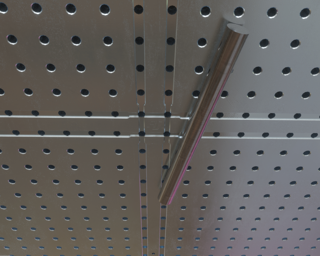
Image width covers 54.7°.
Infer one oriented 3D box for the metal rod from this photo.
[{"bbox_3d":[0.045,0.006,0.417,0.025,0.025,0.298,11,129,-10],"label":"metal rod"}]
